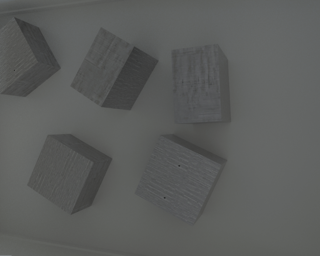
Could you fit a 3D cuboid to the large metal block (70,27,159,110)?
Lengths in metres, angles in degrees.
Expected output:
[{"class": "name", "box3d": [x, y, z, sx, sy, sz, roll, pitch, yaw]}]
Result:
[{"class": "large metal block", "box3d": [-0.055, -0.072, 0.400, 0.050, 0.080, 0.080, 34, 101, 16]}]

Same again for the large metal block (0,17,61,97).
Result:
[{"class": "large metal block", "box3d": [-0.213, -0.104, 0.470, 0.080, 0.050, 0.080, -33, 80, 16]}]

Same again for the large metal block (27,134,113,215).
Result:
[{"class": "large metal block", "box3d": [-0.128, 0.062, 0.441, 0.080, 0.050, 0.080, 28, 99, 17]}]

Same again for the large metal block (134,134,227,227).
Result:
[{"class": "large metal block", "box3d": [0.027, 0.061, 0.387, 0.080, 0.050, 0.080, 26, 98, 17]}]

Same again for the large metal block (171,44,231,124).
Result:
[{"class": "large metal block", "box3d": [0.051, -0.046, 0.363, 0.050, 0.080, 0.079, -3, 89, 20]}]
